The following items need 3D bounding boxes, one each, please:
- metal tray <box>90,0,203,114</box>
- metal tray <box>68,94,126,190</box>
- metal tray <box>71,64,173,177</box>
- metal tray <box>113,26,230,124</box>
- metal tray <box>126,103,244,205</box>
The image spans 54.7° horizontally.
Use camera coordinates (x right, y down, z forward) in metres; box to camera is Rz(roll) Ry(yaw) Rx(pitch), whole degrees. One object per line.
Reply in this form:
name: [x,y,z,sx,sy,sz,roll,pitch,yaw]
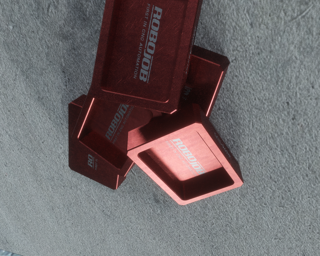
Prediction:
metal tray: [-0.013,-0.086,0.313,0.090,0.030,0.129,12,96,9]
metal tray: [-0.091,0.024,0.465,0.090,0.030,0.129,22,127,14]
metal tray: [-0.052,-0.007,0.388,0.090,0.030,0.129,36,129,4]
metal tray: [0.004,-0.060,0.365,0.130,0.030,0.089,24,127,13]
metal tray: [0.033,0.038,0.366,0.090,0.030,0.130,-24,131,19]
